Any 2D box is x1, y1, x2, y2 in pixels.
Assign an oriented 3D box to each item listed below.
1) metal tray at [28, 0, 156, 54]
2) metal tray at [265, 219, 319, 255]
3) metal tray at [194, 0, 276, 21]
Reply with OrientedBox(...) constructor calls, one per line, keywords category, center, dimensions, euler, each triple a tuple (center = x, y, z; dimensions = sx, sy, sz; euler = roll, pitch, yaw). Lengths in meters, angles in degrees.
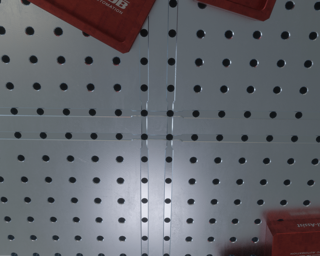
OrientedBox(category="metal tray", center=(-0.074, -0.156, 0.352), dimensions=(0.130, 0.030, 0.090), euler=(28, 108, -10))
OrientedBox(category="metal tray", center=(0.234, 0.188, 0.481), dimensions=(0.131, 0.030, 0.089), euler=(-4, 110, 1))
OrientedBox(category="metal tray", center=(0.097, -0.194, 0.339), dimensions=(0.090, 0.030, 0.129), euler=(15, 109, -6))
